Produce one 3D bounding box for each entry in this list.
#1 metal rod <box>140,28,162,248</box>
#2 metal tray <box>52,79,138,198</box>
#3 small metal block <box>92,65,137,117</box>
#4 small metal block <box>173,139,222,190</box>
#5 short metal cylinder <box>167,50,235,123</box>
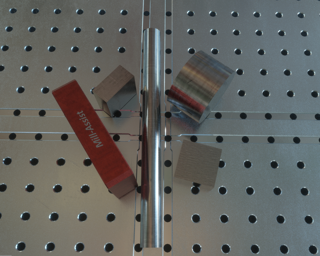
[{"bbox_3d":[-0.011,-0.001,0.411,0.025,0.025,0.299,0,70,-1],"label":"metal rod"},{"bbox_3d":[-0.075,0.016,0.370,0.030,0.090,0.130,-31,73,-11],"label":"metal tray"},{"bbox_3d":[-0.059,-0.048,0.414,0.025,0.050,0.050,40,75,13],"label":"small metal block"},{"bbox_3d":[0.048,0.047,0.396,0.050,0.025,0.050,14,71,5],"label":"small metal block"},{"bbox_3d":[0.053,-0.053,0.402,0.050,0.080,0.080,36,74,12],"label":"short metal cylinder"}]
